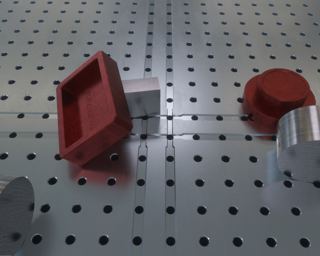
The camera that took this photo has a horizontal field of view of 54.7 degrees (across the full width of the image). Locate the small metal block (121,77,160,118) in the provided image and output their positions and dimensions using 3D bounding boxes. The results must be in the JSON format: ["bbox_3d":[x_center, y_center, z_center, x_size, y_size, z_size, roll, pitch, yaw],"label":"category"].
[{"bbox_3d":[-0.026,-0.041,0.425,0.050,0.050,0.025,-7,51,-6],"label":"small metal block"}]

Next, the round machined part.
[{"bbox_3d":[0.169,-0.047,0.438,0.099,0.042,0.098,0,50,0],"label":"round machined part"}]

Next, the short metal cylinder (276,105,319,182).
[{"bbox_3d":[0.177,0.020,0.357,0.080,0.080,0.050,9,51,8],"label":"short metal cylinder"}]

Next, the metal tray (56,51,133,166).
[{"bbox_3d":[-0.089,-0.028,0.396,0.090,0.030,0.130,-34,49,19],"label":"metal tray"}]

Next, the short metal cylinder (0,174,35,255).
[{"bbox_3d":[-0.166,0.084,0.300,0.050,0.080,0.080,6,50,5],"label":"short metal cylinder"}]
